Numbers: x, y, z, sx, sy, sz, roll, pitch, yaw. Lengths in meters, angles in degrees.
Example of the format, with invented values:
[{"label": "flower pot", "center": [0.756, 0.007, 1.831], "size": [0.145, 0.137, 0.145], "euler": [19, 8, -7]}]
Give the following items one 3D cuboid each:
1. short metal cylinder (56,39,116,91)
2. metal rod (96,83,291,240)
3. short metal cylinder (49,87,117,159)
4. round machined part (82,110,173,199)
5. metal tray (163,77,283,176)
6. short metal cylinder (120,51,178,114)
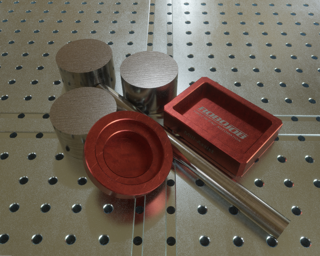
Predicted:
[{"label": "short metal cylinder", "center": [-0.109, -0.090, 0.466], "size": [0.080, 0.050, 0.080], "euler": [0, 50, 0]}, {"label": "metal rod", "center": [0.020, 0.025, 0.387], "size": [0.300, 0.025, 0.025], "euler": [37, 59, 27]}, {"label": "short metal cylinder", "center": [-0.093, -0.007, 0.396], "size": [0.080, 0.050, 0.080], "euler": [0, 50, 0]}, {"label": "round machined part", "center": [-0.038, 0.032, 0.355], "size": [0.099, 0.042, 0.098], "euler": [8, 64, -16]}, {"label": "metal tray", "center": [0.080, -0.008, 0.410], "size": [0.130, 0.030, 0.090], "euler": [36, 59, 26]}, {"label": "short metal cylinder", "center": [-0.015, -0.066, 0.446], "size": [0.080, 0.050, 0.080], "euler": [0, 50, 0]}]
